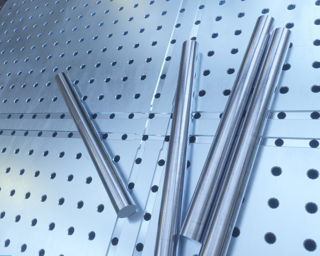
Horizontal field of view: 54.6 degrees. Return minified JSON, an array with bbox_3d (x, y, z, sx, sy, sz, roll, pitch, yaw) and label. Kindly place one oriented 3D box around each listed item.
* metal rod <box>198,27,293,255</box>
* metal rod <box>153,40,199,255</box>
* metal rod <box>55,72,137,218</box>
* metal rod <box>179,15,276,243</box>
[{"bbox_3d":[0.101,0.009,0.349,0.025,0.025,0.300,10,67,33],"label":"metal rod"},{"bbox_3d":[0.025,0.009,0.390,0.025,0.025,0.300,-6,59,25],"label":"metal rod"},{"bbox_3d":[-0.108,0.005,0.462,0.025,0.025,0.300,-38,51,3],"label":"metal rod"},{"bbox_3d":[0.088,-0.015,0.371,0.025,0.025,0.300,11,67,33],"label":"metal rod"}]
